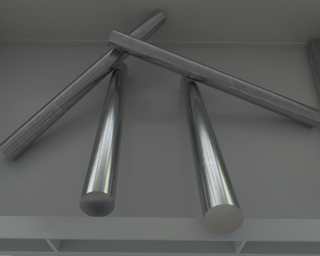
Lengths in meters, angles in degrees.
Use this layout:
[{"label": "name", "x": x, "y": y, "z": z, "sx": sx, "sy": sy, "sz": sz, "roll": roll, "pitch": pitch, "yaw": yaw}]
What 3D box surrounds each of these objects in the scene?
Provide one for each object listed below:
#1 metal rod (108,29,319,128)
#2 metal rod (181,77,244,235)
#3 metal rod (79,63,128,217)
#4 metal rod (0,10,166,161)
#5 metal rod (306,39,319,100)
[{"label": "metal rod", "x": 0.073, "y": -0.068, "z": 0.424, "sx": 0.301, "sy": 0.025, "sz": 0.025, "roll": 22, "pitch": 53, "yaw": 2}, {"label": "metal rod", "x": 0.041, "y": -0.006, "z": 0.331, "sx": 0.025, "sy": 0.025, "sz": 0.300, "roll": 1, "pitch": 25, "yaw": 0}, {"label": "metal rod", "x": -0.053, "y": -0.018, "z": 0.352, "sx": 0.025, "sy": 0.025, "sz": 0.300, "roll": -2, "pitch": 29, "yaw": -2}, {"label": "metal rod", "x": -0.095, "y": -0.071, "z": 0.432, "sx": 0.025, "sy": 0.025, "sz": 0.301, "roll": 32, "pitch": 66, "yaw": 24}, {"label": "metal rod", "x": 0.240, "y": -0.026, "z": 0.430, "sx": 0.025, "sy": 0.025, "sz": 0.300, "roll": 7, "pitch": 50, "yaw": 5}]
